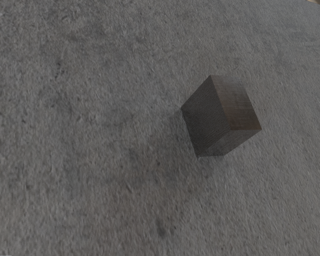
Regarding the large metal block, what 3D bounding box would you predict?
[{"bbox_3d":[0.078,-0.014,0.419,0.050,0.080,0.080,-1,62,-29],"label":"large metal block"}]
